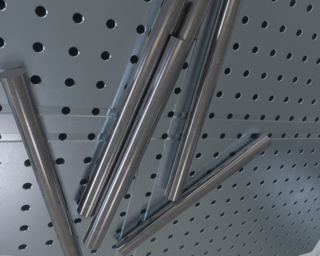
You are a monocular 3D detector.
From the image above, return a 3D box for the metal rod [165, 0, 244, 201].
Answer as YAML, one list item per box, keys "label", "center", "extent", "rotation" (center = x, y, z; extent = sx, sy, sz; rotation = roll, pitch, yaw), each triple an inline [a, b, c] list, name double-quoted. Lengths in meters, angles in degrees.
- label: "metal rod"
  center: [0.053, -0.025, 0.423]
  extent: [0.025, 0.025, 0.298]
  rotation: [0, 119, -28]

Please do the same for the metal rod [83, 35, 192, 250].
- label: "metal rod"
  center: [-0.036, 0.032, 0.384]
  extent: [0.025, 0.025, 0.298]
  rotation: [12, 113, -33]

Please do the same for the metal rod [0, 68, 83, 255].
- label: "metal rod"
  center: [-0.135, 0.072, 0.381]
  extent: [0.025, 0.025, 0.298]
  rotation: [-17, 125, -19]

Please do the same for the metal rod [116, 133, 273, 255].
- label: "metal rod"
  center: [0.058, 0.107, 0.507]
  extent: [0.301, 0.025, 0.025]
  rotation: [-36, 129, -4]

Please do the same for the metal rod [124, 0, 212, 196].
- label: "metal rod"
  center: [-0.001, -0.041, 0.384]
  extent: [0.025, 0.025, 0.298]
  rotation: [11, 113, -33]

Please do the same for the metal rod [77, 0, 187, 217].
- label: "metal rod"
  center: [-0.042, -0.015, 0.378]
  extent: [0.025, 0.025, 0.298]
  rotation: [12, 112, -34]
